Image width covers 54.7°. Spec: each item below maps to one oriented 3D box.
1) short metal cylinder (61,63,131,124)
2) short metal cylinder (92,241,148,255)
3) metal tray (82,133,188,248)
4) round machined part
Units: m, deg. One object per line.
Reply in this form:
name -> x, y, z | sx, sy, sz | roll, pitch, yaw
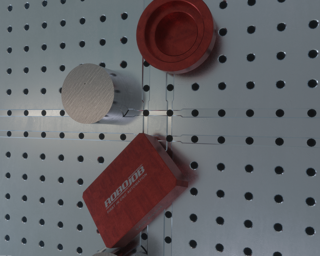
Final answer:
short metal cylinder -> -0.087, -0.045, 0.430 | 0.080, 0.050, 0.079 | 0, 90, 20
short metal cylinder -> -0.058, 0.199, 0.420 | 0.080, 0.050, 0.079 | 0, 90, 20
metal tray -> -0.037, 0.082, 0.408 | 0.130, 0.030, 0.090 | -46, 57, 14
round machined part -> 0.023, -0.118, 0.395 | 0.098, 0.042, 0.097 | 0, 90, 19
